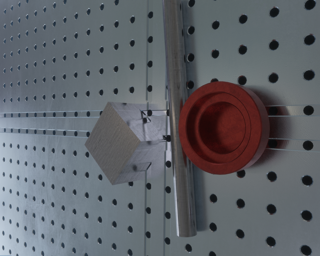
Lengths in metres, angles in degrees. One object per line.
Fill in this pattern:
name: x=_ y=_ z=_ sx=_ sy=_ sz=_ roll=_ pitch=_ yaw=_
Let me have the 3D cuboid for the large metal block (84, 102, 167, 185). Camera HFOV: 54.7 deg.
large metal block: x=-0.051 y=0.020 z=0.435 sx=0.080 sy=0.050 sz=0.080 roll=48 pitch=118 yaw=29

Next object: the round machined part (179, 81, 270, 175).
round machined part: x=0.072 y=0.000 z=0.339 sx=0.098 sy=0.042 sz=0.097 roll=0 pitch=90 yaw=40

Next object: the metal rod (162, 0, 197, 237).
metal rod: x=0.024 y=-0.018 z=0.389 sx=0.025 sy=0.025 sz=0.298 roll=-6 pitch=86 yaw=40
